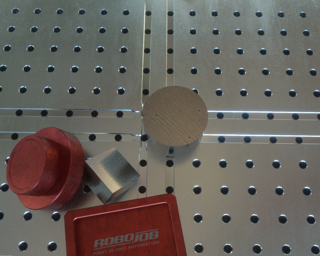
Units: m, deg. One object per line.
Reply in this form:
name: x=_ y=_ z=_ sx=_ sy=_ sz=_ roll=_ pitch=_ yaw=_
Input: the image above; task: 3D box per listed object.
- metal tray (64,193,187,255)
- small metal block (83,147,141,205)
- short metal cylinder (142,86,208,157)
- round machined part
metal tray: x=-0.039 y=0.132 z=0.360 sx=0.131 sy=0.030 sz=0.090 roll=-9 pitch=70 yaw=-4
small metal block: x=-0.061 y=0.057 z=0.376 sx=0.050 sy=0.025 sz=0.050 roll=46 pitch=36 yaw=14
short metal cylinder: x=0.019 y=-0.008 z=0.401 sx=0.081 sy=0.050 sz=0.080 roll=0 pitch=70 yaw=0
round machined part: x=-0.140 y=0.046 z=0.362 sx=0.098 sy=0.042 sz=0.098 roll=-10 pitch=69 yaw=29
